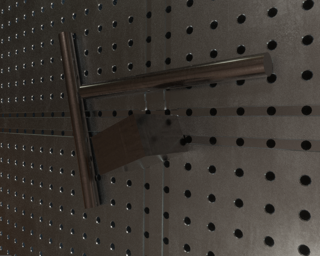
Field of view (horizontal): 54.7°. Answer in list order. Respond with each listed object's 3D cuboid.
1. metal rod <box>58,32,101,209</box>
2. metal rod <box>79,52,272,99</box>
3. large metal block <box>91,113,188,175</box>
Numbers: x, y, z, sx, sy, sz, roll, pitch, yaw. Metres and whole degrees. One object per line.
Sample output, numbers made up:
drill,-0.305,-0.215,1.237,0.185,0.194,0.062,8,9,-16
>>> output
metal rod,-0.136,-0.018,0.518,0.025,0.025,0.298,-18,78,38
metal rod,-0.006,-0.062,0.411,0.300,0.025,0.025,-1,89,39
large metal block,-0.026,0.021,0.393,0.080,0.081,0.050,-26,74,37
